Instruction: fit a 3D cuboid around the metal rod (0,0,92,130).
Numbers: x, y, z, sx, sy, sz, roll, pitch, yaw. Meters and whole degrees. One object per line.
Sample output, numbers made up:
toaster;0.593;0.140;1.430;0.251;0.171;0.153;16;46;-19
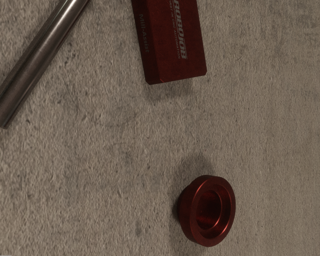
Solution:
metal rod;-0.091;-0.133;0.329;0.025;0.025;0.300;39;66;-34

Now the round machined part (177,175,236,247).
round machined part;0.063;0.117;0.449;0.099;0.042;0.097;0;90;-40

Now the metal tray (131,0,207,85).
metal tray;0.014;-0.129;0.415;0.091;0.030;0.129;-17;101;-39
